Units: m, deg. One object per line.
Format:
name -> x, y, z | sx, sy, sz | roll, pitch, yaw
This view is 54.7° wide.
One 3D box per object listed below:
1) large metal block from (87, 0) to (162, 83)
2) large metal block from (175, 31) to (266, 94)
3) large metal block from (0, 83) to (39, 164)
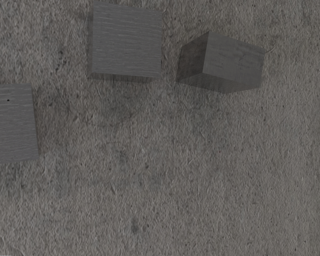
large metal block -> -0.045, -0.100, 0.379 | 0.081, 0.050, 0.080 | 1, 90, -20
large metal block -> 0.076, -0.081, 0.408 | 0.081, 0.080, 0.050 | 11, 87, -20
large metal block -> -0.176, -0.003, 0.331 | 0.081, 0.050, 0.079 | -6, 92, -20
